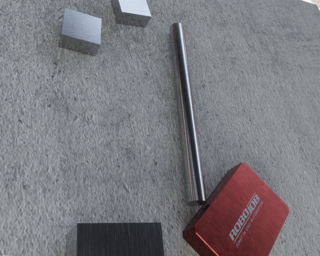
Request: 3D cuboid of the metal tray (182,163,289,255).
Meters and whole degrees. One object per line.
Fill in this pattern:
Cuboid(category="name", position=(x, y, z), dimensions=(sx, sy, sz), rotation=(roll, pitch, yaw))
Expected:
Cuboid(category="metal tray", position=(0.099, 0.116, 0.385), dimensions=(0.090, 0.030, 0.131), rotation=(46, 51, 3))

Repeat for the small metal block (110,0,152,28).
Cuboid(category="small metal block", position=(-0.047, -0.192, 0.497), dimensions=(0.050, 0.025, 0.050), rotation=(-2, 63, -30))

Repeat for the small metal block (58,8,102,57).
Cuboid(category="small metal block", position=(-0.109, -0.131, 0.426), dimensions=(0.050, 0.025, 0.050), rotation=(10, 57, -23))

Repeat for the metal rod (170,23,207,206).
Cuboid(category="metal rod", position=(0.037, -0.039, 0.448), dimensions=(0.025, 0.025, 0.299), rotation=(11, 57, -23))

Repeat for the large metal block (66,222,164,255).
Cuboid(category="large metal block", position=(-0.042, 0.134, 0.285), dimensions=(0.081, 0.050, 0.080), rotation=(8, 58, -25))
